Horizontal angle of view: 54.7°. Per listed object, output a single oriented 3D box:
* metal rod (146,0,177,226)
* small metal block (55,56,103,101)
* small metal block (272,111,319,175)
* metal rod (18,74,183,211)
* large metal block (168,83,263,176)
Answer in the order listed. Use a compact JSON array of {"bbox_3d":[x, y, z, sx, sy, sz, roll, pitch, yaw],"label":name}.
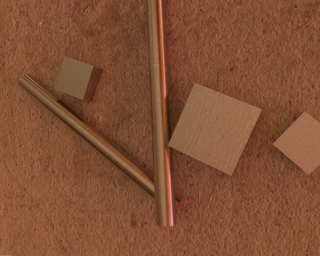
[{"bbox_3d":[0.001,-0.031,0.393,0.025,0.025,0.298,-5,83,19],"label":"metal rod"},{"bbox_3d":[-0.118,-0.071,0.449,0.050,0.025,0.050,21,97,18],"label":"small metal block"},{"bbox_3d":[0.165,0.016,0.351,0.050,0.025,0.050,44,103,14],"label":"small metal block"},{"bbox_3d":[-0.094,0.014,0.440,0.300,0.025,0.025,37,102,15],"label":"metal rod"},{"bbox_3d":[0.068,0.000,0.371,0.080,0.050,0.080,25,98,18],"label":"large metal block"}]
